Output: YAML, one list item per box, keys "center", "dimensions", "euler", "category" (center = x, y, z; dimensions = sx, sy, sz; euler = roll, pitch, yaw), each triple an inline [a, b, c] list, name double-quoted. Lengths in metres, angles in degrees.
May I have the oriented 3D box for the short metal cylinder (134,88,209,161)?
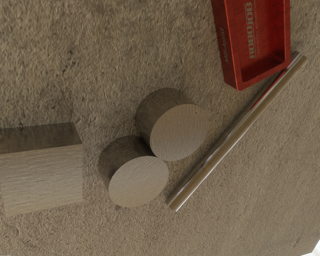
- center: [0.014, -0.005, 0.396]
  dimensions: [0.081, 0.050, 0.079]
  euler: [-14, 124, -21]
  category: "short metal cylinder"

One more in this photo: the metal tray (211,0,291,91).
- center: [0.119, -0.122, 0.393]
  dimensions: [0.090, 0.030, 0.129]
  euler: [-28, 128, -11]
  category: "metal tray"

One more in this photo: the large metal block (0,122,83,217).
- center: [-0.133, 0.044, 0.345]
  dimensions: [0.081, 0.050, 0.079]
  euler: [-7, 122, -25]
  category: "large metal block"

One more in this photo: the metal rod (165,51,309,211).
- center: [0.113, 0.009, 0.474]
  dimensions: [0.025, 0.025, 0.299]
  euler: [34, 99, -39]
  category: "metal rod"

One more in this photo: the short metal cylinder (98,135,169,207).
- center: [-0.036, 0.056, 0.406]
  dimensions: [0.081, 0.050, 0.079]
  euler: [-14, 124, -21]
  category: "short metal cylinder"
